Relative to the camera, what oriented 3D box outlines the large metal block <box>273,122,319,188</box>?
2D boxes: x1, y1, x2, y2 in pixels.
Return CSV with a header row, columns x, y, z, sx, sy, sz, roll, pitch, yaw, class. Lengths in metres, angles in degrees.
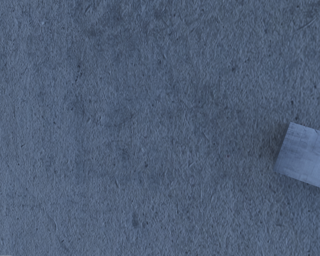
x,y,z,sx,sy,sz,roll,pitch,yaw,class
0.166,0.030,0.321,0.080,0.080,0.050,20,97,19,large metal block
